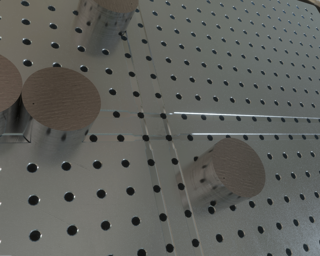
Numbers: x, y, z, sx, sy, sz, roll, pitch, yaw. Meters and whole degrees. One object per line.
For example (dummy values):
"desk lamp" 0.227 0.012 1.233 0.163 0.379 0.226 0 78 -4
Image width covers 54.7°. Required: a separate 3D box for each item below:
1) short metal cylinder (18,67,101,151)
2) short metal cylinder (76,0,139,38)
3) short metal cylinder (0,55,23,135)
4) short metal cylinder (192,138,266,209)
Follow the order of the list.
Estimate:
"short metal cylinder" -0.112 -0.021 0.345 0.081 0.050 0.080 14 56 -21
"short metal cylinder" -0.079 -0.183 0.463 0.081 0.050 0.080 14 56 -21
"short metal cylinder" -0.185 -0.034 0.313 0.081 0.050 0.080 14 56 -21
"short metal cylinder" 0.089 0.059 0.406 0.081 0.050 0.080 14 56 -21
